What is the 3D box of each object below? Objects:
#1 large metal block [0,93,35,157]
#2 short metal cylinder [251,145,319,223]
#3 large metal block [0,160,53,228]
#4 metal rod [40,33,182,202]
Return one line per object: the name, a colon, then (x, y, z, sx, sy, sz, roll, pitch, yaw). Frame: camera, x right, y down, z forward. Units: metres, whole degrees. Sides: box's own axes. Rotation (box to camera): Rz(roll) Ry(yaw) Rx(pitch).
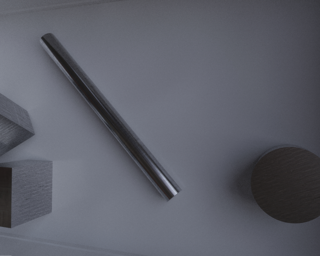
large metal block: (-0.247, -0.003, 0.451, 0.080, 0.080, 0.050, -32, 61, 2)
short metal cylinder: (0.145, 0.059, 0.346, 0.080, 0.050, 0.079, 0, 90, 19)
large metal block: (-0.205, 0.091, 0.452, 0.050, 0.080, 0.079, 1, 91, 20)
metal rod: (-0.076, -0.023, 0.435, 0.025, 0.025, 0.300, -44, 77, 14)
